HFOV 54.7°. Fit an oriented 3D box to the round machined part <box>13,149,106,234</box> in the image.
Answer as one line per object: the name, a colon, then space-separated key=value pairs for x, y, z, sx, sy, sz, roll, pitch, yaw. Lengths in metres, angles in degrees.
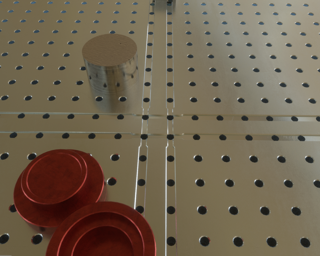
round machined part: x=-0.112 y=0.062 z=0.343 sx=0.099 sy=0.042 sz=0.098 roll=0 pitch=50 yaw=0

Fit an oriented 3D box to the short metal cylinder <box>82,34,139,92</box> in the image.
short metal cylinder: x=-0.074 y=-0.100 z=0.475 sx=0.081 sy=0.050 sz=0.080 roll=0 pitch=50 yaw=0

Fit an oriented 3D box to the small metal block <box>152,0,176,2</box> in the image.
small metal block: x=0.012 y=-0.291 z=0.652 sx=0.050 sy=0.025 sz=0.050 roll=8 pitch=50 yaw=6

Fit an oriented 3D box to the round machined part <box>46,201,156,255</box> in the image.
round machined part: x=-0.052 y=0.123 z=0.293 sx=0.099 sy=0.042 sz=0.098 roll=0 pitch=50 yaw=0
